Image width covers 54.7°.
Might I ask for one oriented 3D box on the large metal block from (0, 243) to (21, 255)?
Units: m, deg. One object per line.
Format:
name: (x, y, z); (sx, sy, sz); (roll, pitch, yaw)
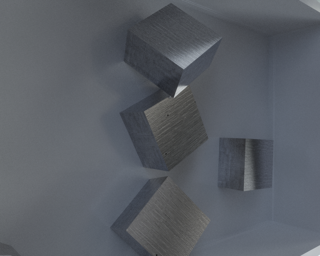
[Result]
large metal block: (-0.155, 0.117, 0.242); (0.080, 0.080, 0.050); (38, 67, -34)

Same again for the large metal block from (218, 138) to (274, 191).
large metal block: (0.143, 0.058, 0.513); (0.081, 0.050, 0.080); (4, 87, -40)

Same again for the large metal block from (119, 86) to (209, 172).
large metal block: (0.008, -0.002, 0.399); (0.081, 0.050, 0.080); (-35, 112, -35)

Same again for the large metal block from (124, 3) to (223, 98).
large metal block: (0.015, -0.096, 0.378); (0.080, 0.050, 0.080); (38, 57, 13)

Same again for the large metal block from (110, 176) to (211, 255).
large metal block: (0.001, 0.118, 0.380); (0.080, 0.050, 0.080); (48, 60, -11)
